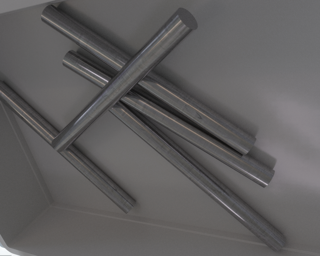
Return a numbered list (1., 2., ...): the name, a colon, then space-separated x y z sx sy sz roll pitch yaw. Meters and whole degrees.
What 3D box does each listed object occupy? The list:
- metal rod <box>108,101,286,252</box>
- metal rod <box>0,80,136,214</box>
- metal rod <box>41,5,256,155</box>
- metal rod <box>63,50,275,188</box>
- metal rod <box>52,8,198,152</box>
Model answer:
1. metal rod: 0.047 0.060 0.420 0.300 0.025 0.025 40 129 0
2. metal rod: -0.159 0.032 0.512 0.300 0.025 0.025 43 129 -2
3. metal rod: -0.018 -0.061 0.379 0.301 0.025 0.025 34 129 5
4. metal rod: 0.005 -0.016 0.396 0.301 0.025 0.025 31 129 7
5. metal rod: -0.066 -0.038 0.386 0.025 0.025 0.299 49 132 -7
